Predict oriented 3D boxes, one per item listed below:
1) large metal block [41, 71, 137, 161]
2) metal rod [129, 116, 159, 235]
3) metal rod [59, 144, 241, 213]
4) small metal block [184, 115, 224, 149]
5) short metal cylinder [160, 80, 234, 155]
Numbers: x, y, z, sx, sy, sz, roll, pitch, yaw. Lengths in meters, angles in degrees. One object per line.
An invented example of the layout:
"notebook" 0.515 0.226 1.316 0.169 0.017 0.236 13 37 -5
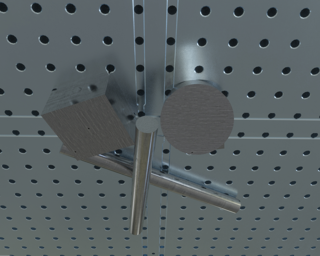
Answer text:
"large metal block" -0.083 -0.013 0.383 0.080 0.050 0.080 -16 129 13
"metal rod" -0.029 0.090 0.455 0.025 0.025 0.298 4 140 -4
"metal rod" -0.003 0.078 0.477 0.302 0.025 0.025 23 126 -19
"small metal block" 0.059 0.004 0.416 0.050 0.025 0.050 -7 130 5
"short metal cylinder" 0.042 -0.014 0.364 0.080 0.050 0.079 1 104 3
